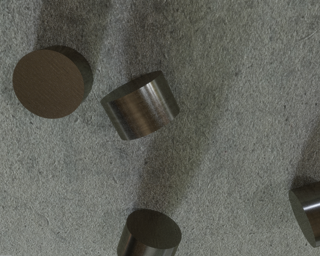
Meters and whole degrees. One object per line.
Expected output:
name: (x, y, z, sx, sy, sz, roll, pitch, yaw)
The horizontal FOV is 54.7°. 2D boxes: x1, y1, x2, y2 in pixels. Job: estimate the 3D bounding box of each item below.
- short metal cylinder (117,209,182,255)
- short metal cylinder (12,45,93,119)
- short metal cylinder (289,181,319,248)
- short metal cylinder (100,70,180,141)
short metal cylinder: (-0.015, 0.161, 0.440, 0.080, 0.080, 0.050, 17, 109, -6)
short metal cylinder: (-0.126, -0.057, 0.374, 0.081, 0.050, 0.079, 0, 110, 0)
short metal cylinder: (0.219, 0.116, 0.425, 0.050, 0.080, 0.080, -19, 109, 7)
short metal cylinder: (-0.023, -0.028, 0.370, 0.080, 0.080, 0.050, -24, 108, 8)
